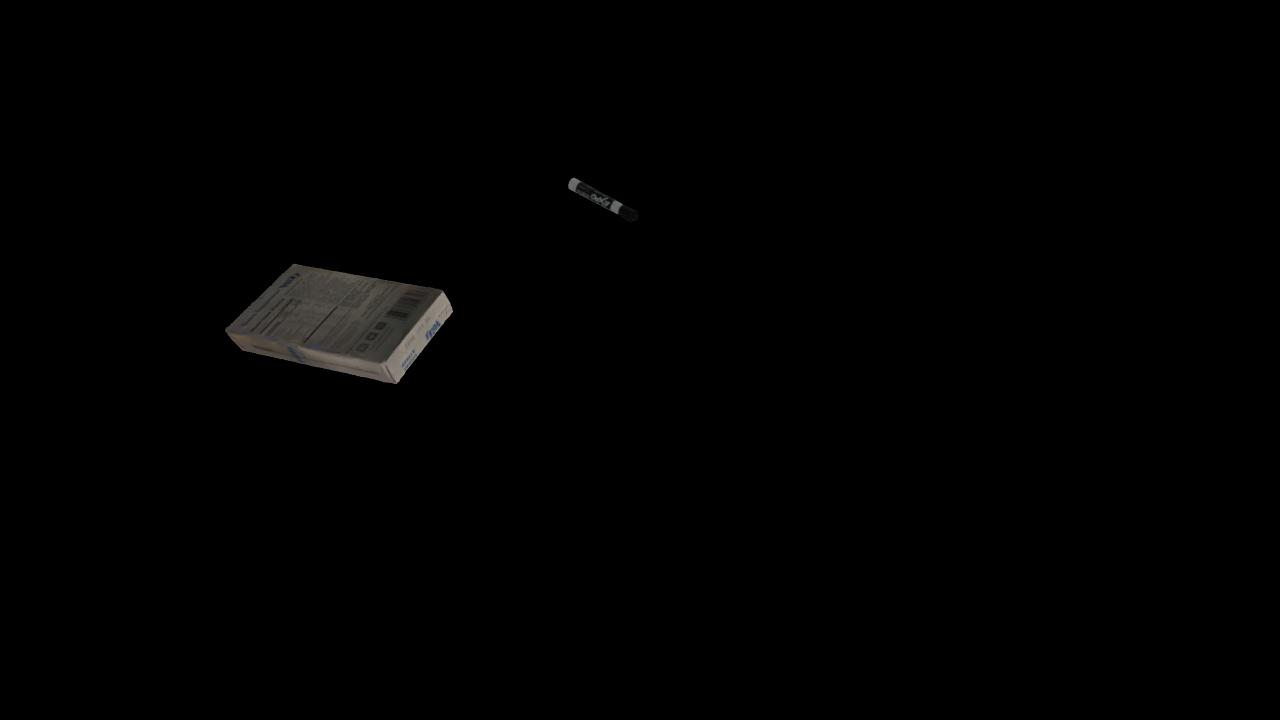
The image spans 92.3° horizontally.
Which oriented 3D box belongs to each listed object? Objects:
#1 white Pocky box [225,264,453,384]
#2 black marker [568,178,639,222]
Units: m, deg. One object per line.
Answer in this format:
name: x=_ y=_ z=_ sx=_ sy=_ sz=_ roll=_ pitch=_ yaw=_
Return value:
white Pocky box: x=-0.234 y=-0.031 z=0.480 sx=0.154 sy=0.084 sz=0.028 roll=10 pitch=-39 yaw=18
black marker: x=-0.053 y=-0.233 z=0.898 sx=0.121 sy=0.020 sz=0.020 roll=32 pitch=11 yaw=18
